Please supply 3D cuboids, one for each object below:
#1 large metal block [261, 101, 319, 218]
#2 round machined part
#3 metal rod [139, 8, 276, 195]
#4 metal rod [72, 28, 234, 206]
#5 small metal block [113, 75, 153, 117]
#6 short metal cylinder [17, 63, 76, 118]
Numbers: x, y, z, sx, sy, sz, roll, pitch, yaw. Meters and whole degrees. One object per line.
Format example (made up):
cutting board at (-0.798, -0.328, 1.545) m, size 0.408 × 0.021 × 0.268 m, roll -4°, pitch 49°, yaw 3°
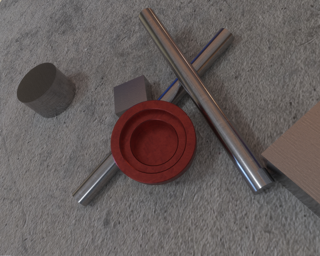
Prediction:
large metal block at (0.156, 0.032, 0.286) m, size 0.080 × 0.050 × 0.080 m, roll -42°, pitch 51°, yaw -1°
round machined part at (-0.005, 0.019, 0.370) m, size 0.098 × 0.042 × 0.098 m, roll -2°, pitch 73°, yaw 8°
metal rod at (0.043, -0.053, 0.385) m, size 0.025 × 0.025 × 0.299 m, roll -33°, pitch 60°, yaw 7°
metal rod at (-0.005, -0.019, 0.416) m, size 0.300 × 0.025 × 0.025 m, roll -48°, pitch 52°, yaw -7°
small metal block at (-0.038, -0.042, 0.448) m, size 0.050 × 0.025 × 0.050 m, roll -20°, pitch 54°, yaw 16°
short metal cylinder at (-0.192, -0.063, 0.525) m, size 0.080 × 0.050 × 0.080 m, roll -13°, pitch 56°, yaw 20°
